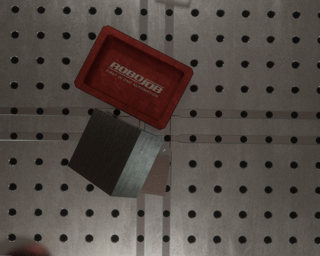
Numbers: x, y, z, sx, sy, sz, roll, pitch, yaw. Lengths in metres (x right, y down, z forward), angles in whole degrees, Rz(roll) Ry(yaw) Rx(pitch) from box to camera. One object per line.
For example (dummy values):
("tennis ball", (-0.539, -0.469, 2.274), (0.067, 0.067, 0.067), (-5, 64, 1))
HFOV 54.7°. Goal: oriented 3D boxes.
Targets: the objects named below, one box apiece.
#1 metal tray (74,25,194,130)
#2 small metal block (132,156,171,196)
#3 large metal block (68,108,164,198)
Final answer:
("metal tray", (-0.033, -0.064, 0.410), (0.130, 0.030, 0.090), (27, 90, -1))
("small metal block", (-0.015, 0.060, 0.413), (0.050, 0.025, 0.050), (9, 90, -1))
("large metal block", (-0.055, 0.031, 0.382), (0.080, 0.050, 0.080), (25, 90, 34))
